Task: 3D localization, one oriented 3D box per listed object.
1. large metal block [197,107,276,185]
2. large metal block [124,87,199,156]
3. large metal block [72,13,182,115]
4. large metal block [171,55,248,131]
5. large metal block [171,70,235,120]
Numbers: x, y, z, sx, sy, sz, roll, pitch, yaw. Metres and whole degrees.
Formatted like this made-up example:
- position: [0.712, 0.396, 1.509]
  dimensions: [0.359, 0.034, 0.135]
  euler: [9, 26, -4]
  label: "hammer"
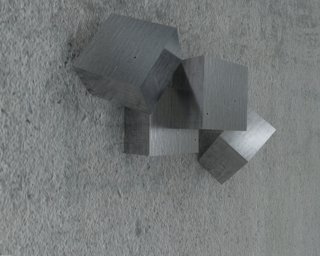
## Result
- position: [0.112, 0.027, 0.458]
  dimensions: [0.050, 0.080, 0.080]
  euler: [44, 56, 12]
  label: "large metal block"
- position: [0.003, -0.008, 0.392]
  dimensions: [0.081, 0.050, 0.079]
  euler: [0, 90, -40]
  label: "large metal block"
- position: [-0.032, -0.071, 0.336]
  dimensions: [0.080, 0.080, 0.050]
  euler: [-61, 158, -22]
  label: "large metal block"
- position: [0.061, -0.037, 0.375]
  dimensions: [0.081, 0.050, 0.079]
  euler: [3, 88, -40]
  label: "large metal block"
- position: [0.063, -0.049, 0.446]
  dimensions: [0.081, 0.050, 0.079]
  euler: [0, 90, -40]
  label: "large metal block"
